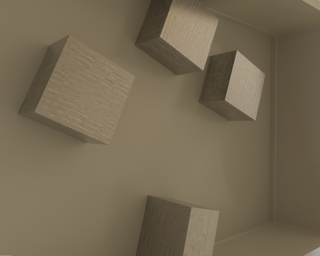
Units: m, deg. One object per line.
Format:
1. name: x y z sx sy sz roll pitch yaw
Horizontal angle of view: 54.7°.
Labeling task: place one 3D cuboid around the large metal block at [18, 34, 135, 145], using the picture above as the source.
1. large metal block: -0.084 -0.035 0.320 0.080 0.050 0.080 29 72 -36

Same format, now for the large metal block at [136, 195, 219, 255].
1. large metal block: 0.021 0.134 0.388 0.050 0.080 0.080 19 78 -39

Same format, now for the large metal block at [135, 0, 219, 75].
1. large metal block: 0.024 -0.127 0.410 0.080 0.050 0.080 29 72 -36

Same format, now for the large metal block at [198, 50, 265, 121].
1. large metal block: 0.114 -0.063 0.486 0.080 0.050 0.080 26 74 -37
